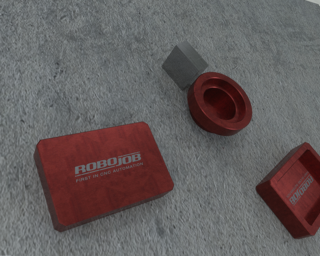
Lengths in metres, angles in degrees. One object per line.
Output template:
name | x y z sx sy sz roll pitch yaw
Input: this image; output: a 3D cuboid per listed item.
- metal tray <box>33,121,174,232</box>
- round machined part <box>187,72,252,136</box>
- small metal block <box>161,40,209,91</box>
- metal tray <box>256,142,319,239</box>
metal tray | -0.059 0.047 0.340 0.131 0.030 0.090 -11 68 -33
round machined part | 0.083 -0.031 0.456 0.099 0.042 0.098 14 56 -21
small metal block | 0.037 -0.093 0.464 0.025 0.050 0.050 -33 81 -38
metal tray | 0.211 0.088 0.460 0.131 0.030 0.090 -30 79 -38
